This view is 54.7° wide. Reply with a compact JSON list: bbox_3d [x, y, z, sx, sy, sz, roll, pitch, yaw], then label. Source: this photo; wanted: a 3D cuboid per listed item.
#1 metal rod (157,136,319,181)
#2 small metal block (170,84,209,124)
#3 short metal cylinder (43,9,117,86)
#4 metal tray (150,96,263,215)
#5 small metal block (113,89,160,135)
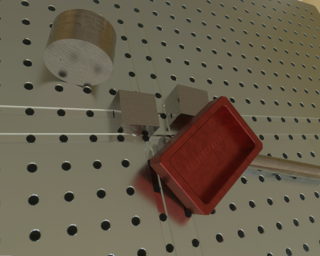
[{"bbox_3d":[0.139,0.050,0.454,0.302,0.025,0.025,11,57,-22],"label":"metal rod"},{"bbox_3d":[0.045,-0.032,0.454,0.050,0.025,0.050,10,57,-23],"label":"small metal block"},{"bbox_3d":[-0.096,-0.097,0.381,0.081,0.080,0.050,14,56,-21],"label":"short metal cylinder"},{"bbox_3d":[0.062,0.032,0.390,0.131,0.030,0.090,-43,98,-26],"label":"metal tray"},{"bbox_3d":[-0.031,-0.020,0.405,0.050,0.025,0.050,5,60,-26],"label":"small metal block"}]
